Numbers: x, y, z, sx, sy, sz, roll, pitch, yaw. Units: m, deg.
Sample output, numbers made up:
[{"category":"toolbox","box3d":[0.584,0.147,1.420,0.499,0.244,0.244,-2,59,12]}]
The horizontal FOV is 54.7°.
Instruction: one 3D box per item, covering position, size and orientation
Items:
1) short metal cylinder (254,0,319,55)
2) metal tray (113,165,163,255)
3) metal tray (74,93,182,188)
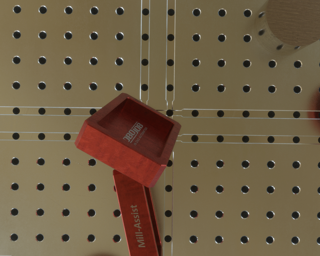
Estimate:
[{"category":"short metal cylinder","box3d":[0.169,-0.140,0.402,0.081,0.050,0.079,0,90,0]},{"category":"metal tray","box3d":[-0.024,0.106,0.380,0.030,0.090,0.129,-12,90,0]},{"category":"metal tray","box3d":[-0.028,0.006,0.359,0.090,0.130,0.030,30,112,0]}]
